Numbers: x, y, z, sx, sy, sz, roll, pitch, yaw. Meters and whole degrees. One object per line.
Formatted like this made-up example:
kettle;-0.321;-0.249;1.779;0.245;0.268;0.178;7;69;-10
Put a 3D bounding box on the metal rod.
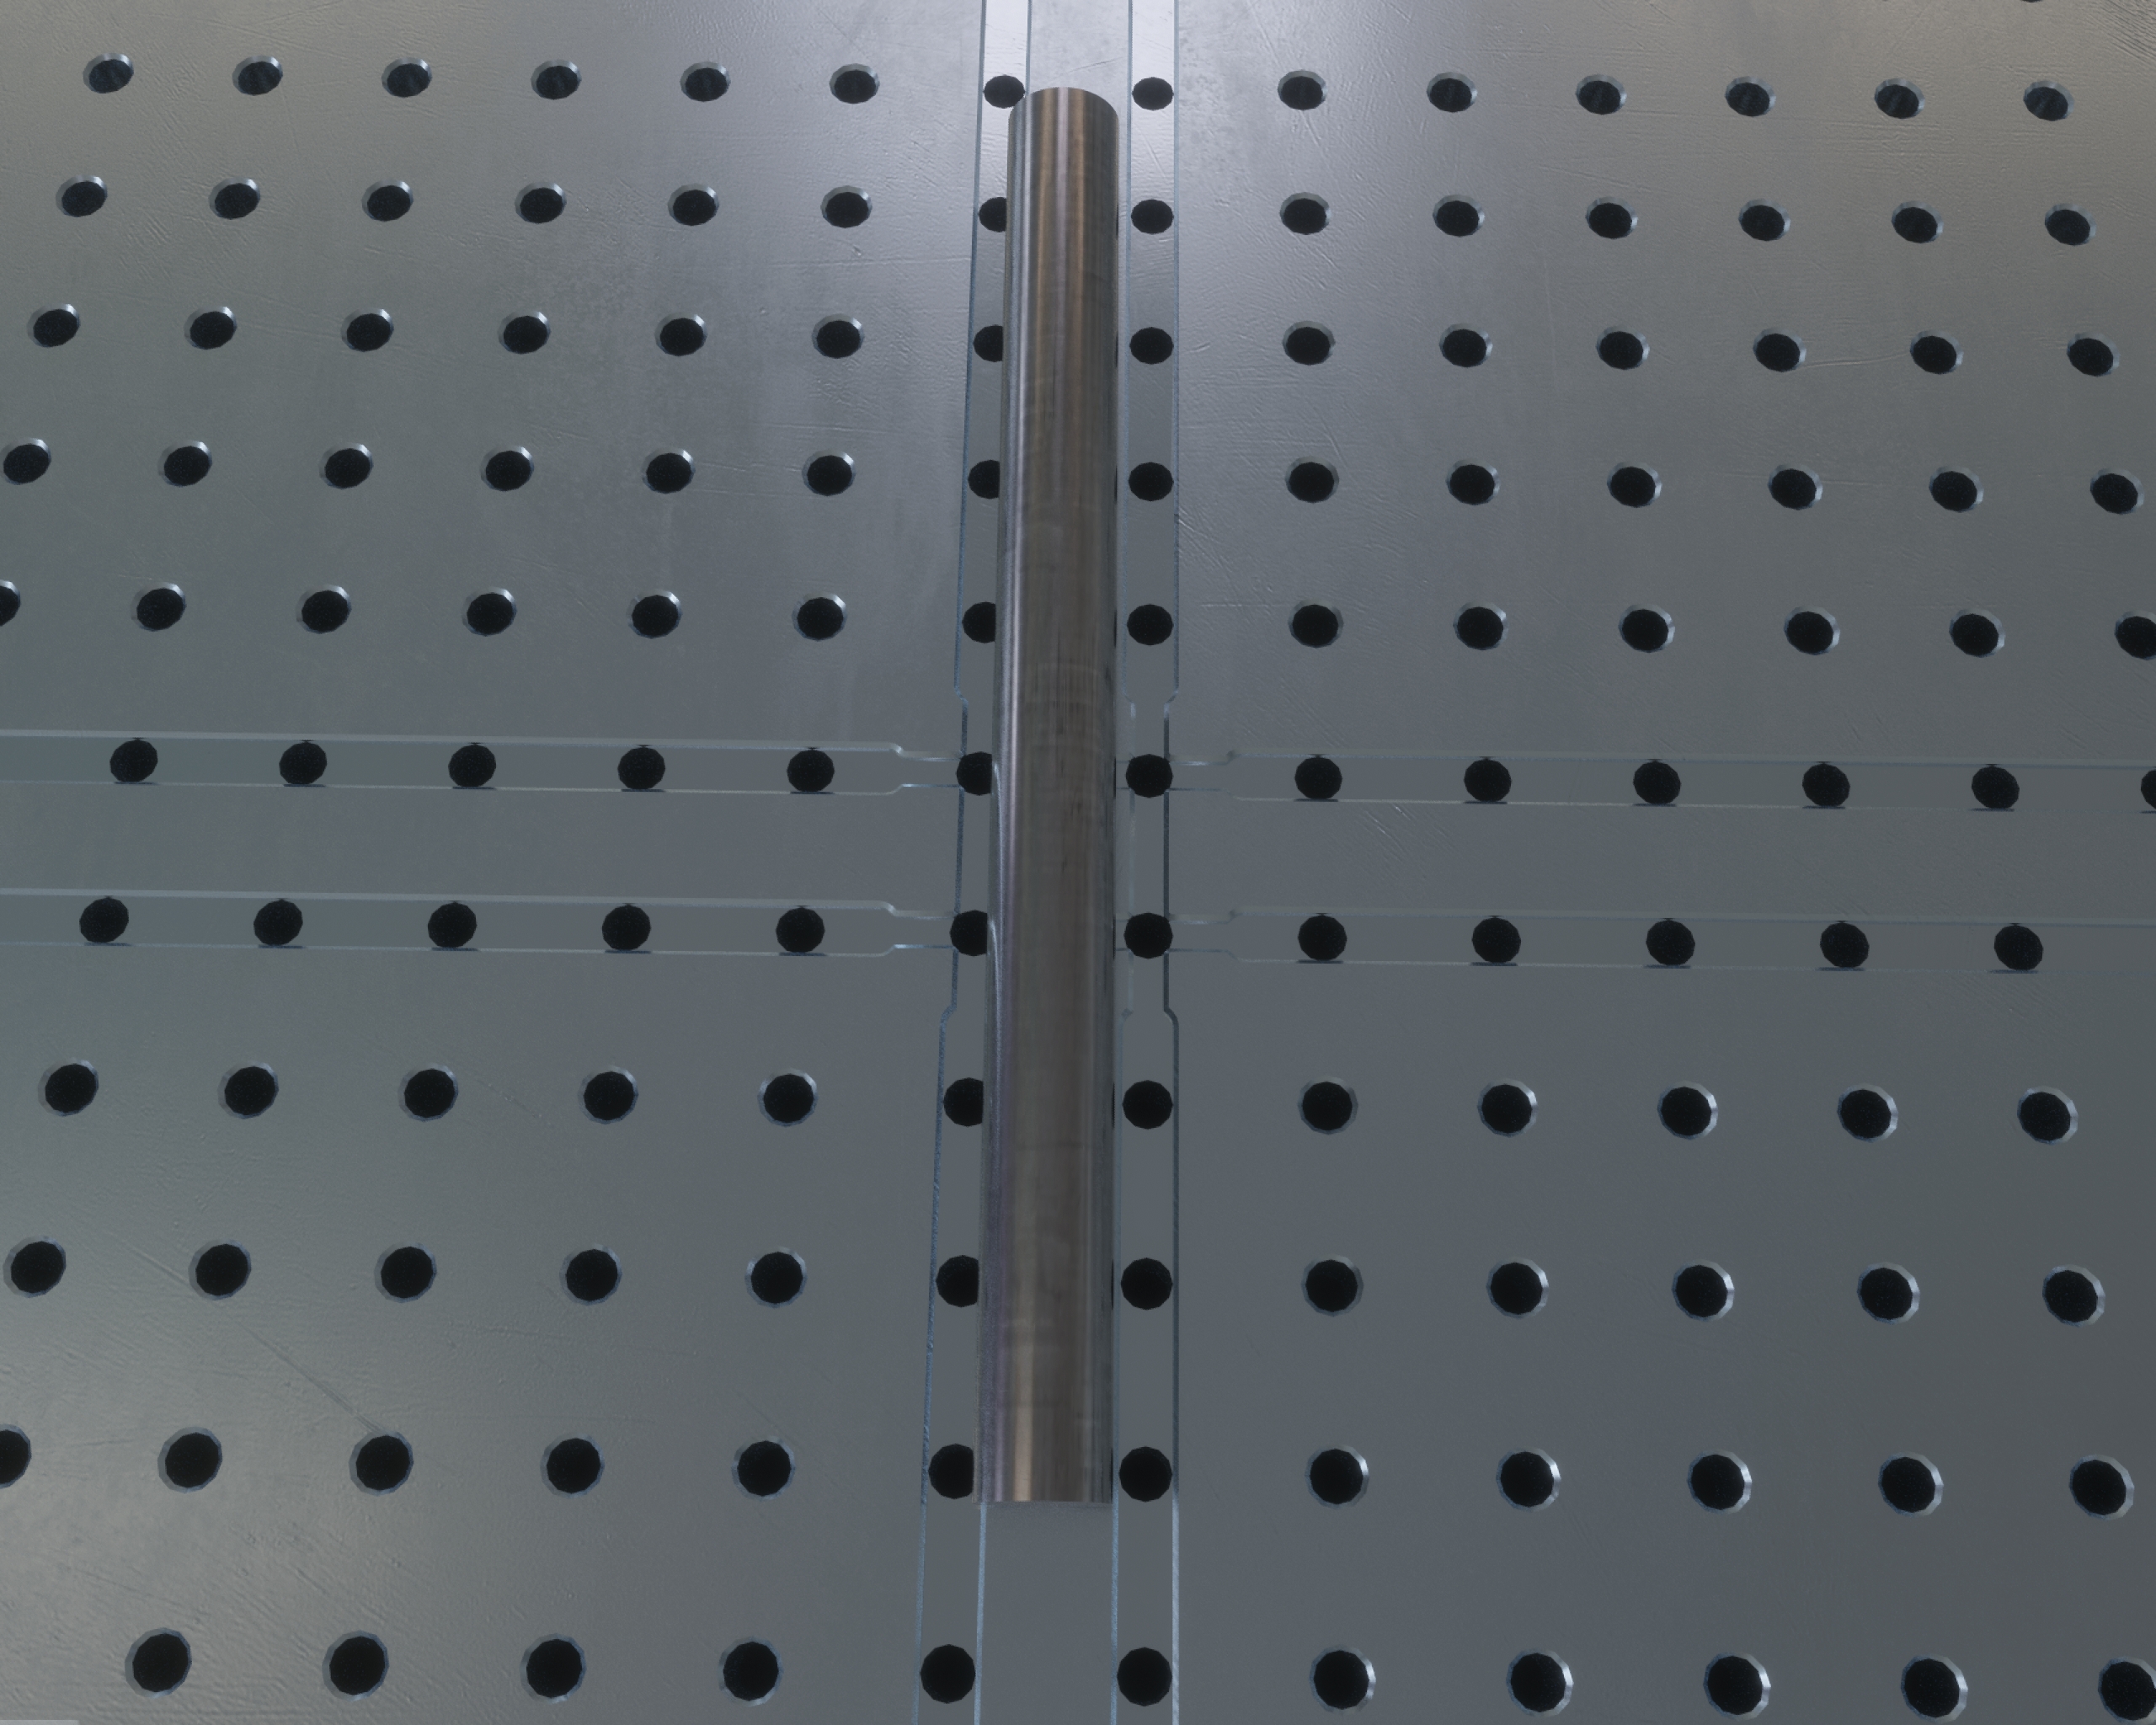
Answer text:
metal rod;-0.005;-0.027;0.422;0.025;0.025;0.299;1;70;0
